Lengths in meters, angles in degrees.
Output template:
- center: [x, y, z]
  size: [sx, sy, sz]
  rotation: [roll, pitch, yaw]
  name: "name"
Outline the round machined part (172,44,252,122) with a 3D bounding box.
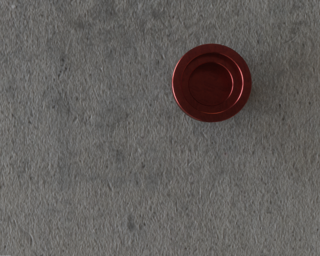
- center: [0.064, -0.056, 0.402]
  size: [0.099, 0.042, 0.097]
  rotation: [0, 90, -1]
  name: "round machined part"
